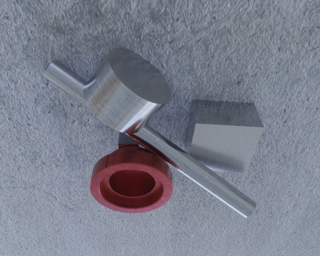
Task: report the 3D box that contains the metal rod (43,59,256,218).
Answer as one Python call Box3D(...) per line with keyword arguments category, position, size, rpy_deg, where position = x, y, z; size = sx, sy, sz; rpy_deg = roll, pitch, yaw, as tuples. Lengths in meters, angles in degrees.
Box3D(category="metal rod", position=(-0.004, 0.019, 0.376), size=(0.301, 0.025, 0.025), rpy_deg=(36, 122, -10))

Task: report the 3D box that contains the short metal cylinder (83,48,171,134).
Box3D(category="short metal cylinder", position=(-0.035, -0.041, 0.337), size=(0.080, 0.080, 0.050), rpy_deg=(30, 124, -24))

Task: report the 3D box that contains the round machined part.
Box3D(category="round machined part", position=(-0.034, 0.060, 0.384), size=(0.099, 0.042, 0.097), rpy_deg=(-1, 132, 0))

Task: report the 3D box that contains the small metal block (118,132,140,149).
Box3D(category="small metal block", position=(-0.038, 0.022, 0.411), size=(0.025, 0.050, 0.050), rpy_deg=(-2, 130, 1))

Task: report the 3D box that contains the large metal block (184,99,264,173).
Box3D(category="large metal block", position=(0.078, 0.011, 0.403), size=(0.081, 0.050, 0.079), rpy_deg=(3, 130, -4))
